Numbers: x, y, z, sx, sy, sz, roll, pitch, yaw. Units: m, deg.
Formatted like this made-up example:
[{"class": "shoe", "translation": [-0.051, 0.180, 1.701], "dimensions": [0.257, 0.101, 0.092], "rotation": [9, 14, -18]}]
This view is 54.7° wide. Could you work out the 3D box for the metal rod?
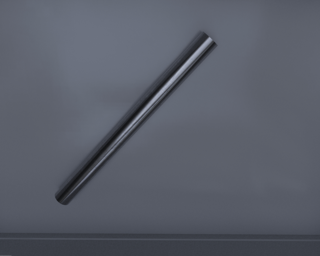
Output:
[{"class": "metal rod", "translation": [-0.040, -0.003, 0.409], "dimensions": [0.025, 0.025, 0.299], "rotation": [40, 105, -14]}]
